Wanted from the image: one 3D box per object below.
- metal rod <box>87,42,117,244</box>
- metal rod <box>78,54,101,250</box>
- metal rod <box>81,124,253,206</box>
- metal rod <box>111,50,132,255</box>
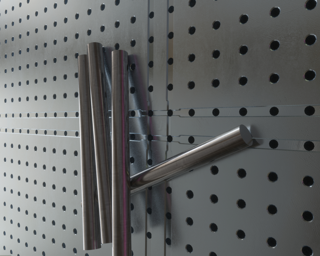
[{"bbox_3d":[-0.086,0.012,0.460,0.025,0.025,0.299,-20,71,38],"label":"metal rod"},{"bbox_3d":[-0.111,0.029,0.480,0.025,0.025,0.299,-16,73,39],"label":"metal rod"},{"bbox_3d":[-0.013,0.066,0.421,0.299,0.025,0.025,-29,72,36],"label":"metal rod"},{"bbox_3d":[-0.054,0.035,0.429,0.025,0.025,0.299,-13,74,39],"label":"metal rod"}]
